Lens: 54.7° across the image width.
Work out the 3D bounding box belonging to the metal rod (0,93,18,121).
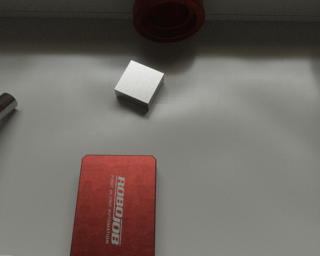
[{"bbox_3d":[-0.253,0.054,0.313,0.025,0.025,0.301,20,43,7],"label":"metal rod"}]

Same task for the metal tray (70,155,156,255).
[{"bbox_3d":[-0.050,0.098,0.365,0.091,0.030,0.130,1,65,0],"label":"metal tray"}]

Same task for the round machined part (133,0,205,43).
[{"bbox_3d":[0.011,-0.165,0.432,0.099,0.098,0.042,-3,70,-2],"label":"round machined part"}]

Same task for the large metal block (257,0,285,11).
[{"bbox_3d":[0.180,-0.248,0.491,0.080,0.050,0.080,38,74,12],"label":"large metal block"}]

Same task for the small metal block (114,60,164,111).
[{"bbox_3d":[-0.028,-0.059,0.431,0.050,0.025,0.050,24,72,8],"label":"small metal block"}]
